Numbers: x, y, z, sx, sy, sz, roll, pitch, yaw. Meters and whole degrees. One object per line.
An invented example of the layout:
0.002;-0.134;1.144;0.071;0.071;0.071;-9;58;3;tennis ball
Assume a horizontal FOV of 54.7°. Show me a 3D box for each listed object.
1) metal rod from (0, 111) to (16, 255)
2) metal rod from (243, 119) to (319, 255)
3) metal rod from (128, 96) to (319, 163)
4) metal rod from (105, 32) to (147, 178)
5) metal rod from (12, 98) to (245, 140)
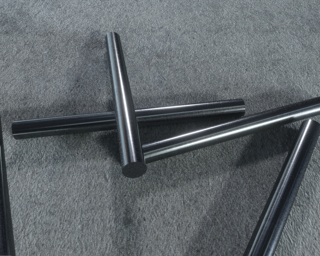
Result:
-0.195;0.046;0.363;0.025;0.025;0.300;-17;52;-14;metal rod
0.118;0.096;0.323;0.025;0.025;0.301;26;54;20;metal rod
0.101;0.000;0.403;0.302;0.025;0.025;-15;52;-12;metal rod
-0.053;-0.056;0.422;0.025;0.025;0.300;-8;42;-7;metal rod
-0.036;-0.013;0.413;0.302;0.025;0.025;-6;50;-5;metal rod
